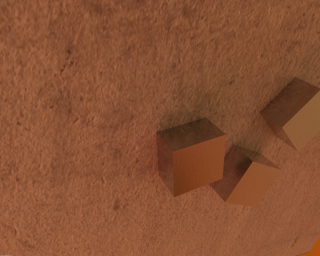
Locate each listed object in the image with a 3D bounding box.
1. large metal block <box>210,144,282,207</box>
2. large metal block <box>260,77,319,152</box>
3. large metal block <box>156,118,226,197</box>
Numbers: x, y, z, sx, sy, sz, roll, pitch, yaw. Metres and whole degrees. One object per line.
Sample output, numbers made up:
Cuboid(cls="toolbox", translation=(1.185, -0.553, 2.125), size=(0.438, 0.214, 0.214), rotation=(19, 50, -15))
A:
Cuboid(cls="large metal block", translation=(0.143, 0.082, 0.522), size=(0.081, 0.050, 0.080), rotation=(18, 109, -36))
Cuboid(cls="large metal block", translation=(0.222, -0.021, 0.502), size=(0.080, 0.050, 0.080), rotation=(-46, 130, 3))
Cuboid(cls="large metal block", translation=(0.043, 0.041, 0.441), size=(0.081, 0.050, 0.079), rotation=(-17, 125, -19))
